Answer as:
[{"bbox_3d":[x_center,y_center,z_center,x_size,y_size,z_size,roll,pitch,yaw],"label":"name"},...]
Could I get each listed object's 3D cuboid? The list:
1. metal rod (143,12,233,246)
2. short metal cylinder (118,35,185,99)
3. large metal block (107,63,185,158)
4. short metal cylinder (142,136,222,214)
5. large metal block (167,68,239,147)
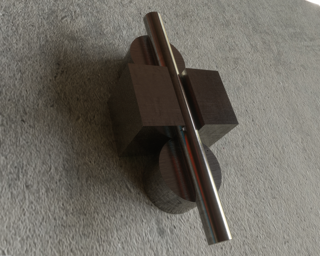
[{"bbox_3d":[0.024,-0.019,0.365,0.025,0.025,0.299,-1,62,-29],"label":"metal rod"},{"bbox_3d":[-0.012,-0.082,0.432,0.081,0.050,0.080,14,56,-21],"label":"short metal cylinder"},{"bbox_3d":[-0.021,-0.019,0.370,0.050,0.080,0.080,-1,62,-29],"label":"large metal block"},{"bbox_3d":[0.025,0.057,0.369,0.081,0.050,0.080,14,56,-21],"label":"short metal cylinder"},{"bbox_3d":[0.047,-0.021,0.407,0.050,0.080,0.080,-1,62,-29],"label":"large metal block"}]
